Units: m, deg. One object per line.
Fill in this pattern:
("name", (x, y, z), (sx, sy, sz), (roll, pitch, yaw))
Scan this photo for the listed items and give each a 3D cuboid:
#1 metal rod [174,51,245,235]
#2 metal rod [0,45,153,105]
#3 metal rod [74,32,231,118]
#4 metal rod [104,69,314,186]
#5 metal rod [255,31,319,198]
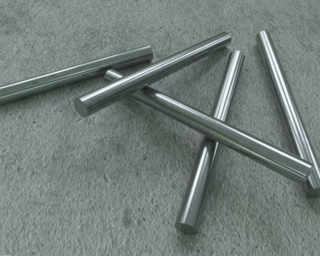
("metal rod", (0.075, -0.006, 0.408), (0.025, 0.025, 0.301), (15, 51, 12))
("metal rod", (-0.152, -0.074, 0.463), (0.302, 0.025, 0.025), (-20, 53, -17))
("metal rod", (0.011, -0.088, 0.442), (0.025, 0.025, 0.302), (36, 48, 26))
("metal rod", (0.036, -0.015, 0.388), (0.300, 0.025, 0.025), (29, 55, 32))
("metal rod", (0.176, -0.043, 0.439), (0.025, 0.025, 0.300), (1, 50, 0))
